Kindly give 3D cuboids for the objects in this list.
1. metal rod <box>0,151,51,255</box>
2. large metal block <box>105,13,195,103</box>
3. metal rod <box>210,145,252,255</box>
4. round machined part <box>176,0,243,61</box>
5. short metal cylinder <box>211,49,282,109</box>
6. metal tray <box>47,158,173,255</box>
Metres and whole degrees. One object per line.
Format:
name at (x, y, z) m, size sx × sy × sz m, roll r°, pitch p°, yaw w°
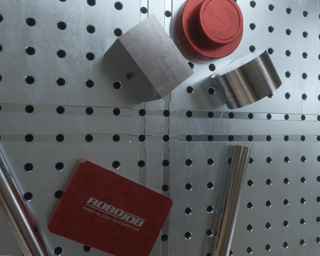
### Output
metal rod at (-0.192, 0.026, 0.341) m, size 0.025 × 0.025 × 0.299 m, roll -25°, pitch 99°, yaw -19°
large metal block at (-0.016, -0.079, 0.378) m, size 0.050 × 0.080 × 0.080 m, roll -41°, pitch 103°, yaw -16°
metal rod at (0.089, 0.173, 0.447) m, size 0.025 × 0.025 × 0.298 m, roll 15°, pitch 85°, yaw -20°
round machined part at (0.076, -0.146, 0.433) m, size 0.099 × 0.042 × 0.097 m, roll 0°, pitch 90°, yaw -20°
short metal cylinder at (0.119, -0.068, 0.429) m, size 0.080 × 0.080 × 0.050 m, roll -33°, pitch 101°, yaw -17°
metal tray at (-0.060, 0.105, 0.389) m, size 0.131 × 0.030 × 0.090 m, roll 28°, pitch 81°, yaw -18°
